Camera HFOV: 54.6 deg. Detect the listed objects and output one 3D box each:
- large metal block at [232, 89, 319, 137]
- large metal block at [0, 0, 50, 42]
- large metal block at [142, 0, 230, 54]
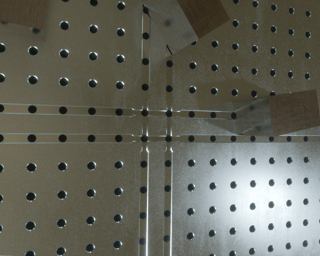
[{"bbox_3d":[0.164,-0.021,0.443,0.081,0.080,0.050,-11,94,-20],"label":"large metal block"},{"bbox_3d":[-0.164,-0.148,0.339,0.081,0.050,0.080,7,88,-20],"label":"large metal block"},{"bbox_3d":[0.030,-0.150,0.394,0.050,0.080,0.080,-35,102,-16],"label":"large metal block"}]
